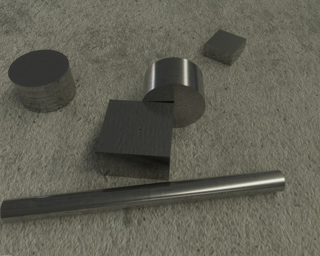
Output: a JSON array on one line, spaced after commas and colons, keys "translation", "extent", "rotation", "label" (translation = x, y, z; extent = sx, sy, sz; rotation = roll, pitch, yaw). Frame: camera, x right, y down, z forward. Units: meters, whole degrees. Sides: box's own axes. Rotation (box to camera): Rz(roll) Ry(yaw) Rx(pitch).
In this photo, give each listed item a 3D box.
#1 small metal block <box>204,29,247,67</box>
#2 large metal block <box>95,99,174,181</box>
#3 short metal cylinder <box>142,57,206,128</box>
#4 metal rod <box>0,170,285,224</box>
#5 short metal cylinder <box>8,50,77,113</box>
[{"translation": [0.109, -0.135, 0.517], "extent": [0.050, 0.025, 0.050], "rotation": [28, 55, 21], "label": "small metal block"}, {"translation": [-0.026, 0.013, 0.375], "extent": [0.080, 0.050, 0.080], "rotation": [4, 50, 3], "label": "large metal block"}, {"translation": [0.018, -0.045, 0.405], "extent": [0.080, 0.080, 0.050], "rotation": [1, 50, 1], "label": "short metal cylinder"}, {"translation": [-0.013, 0.074, 0.340], "extent": [0.302, 0.025, 0.025], "rotation": [-5, 50, -5], "label": "metal rod"}, {"translation": [-0.165, -0.067, 0.442], "extent": [0.081, 0.050, 0.080], "rotation": [0, 50, 0], "label": "short metal cylinder"}]
